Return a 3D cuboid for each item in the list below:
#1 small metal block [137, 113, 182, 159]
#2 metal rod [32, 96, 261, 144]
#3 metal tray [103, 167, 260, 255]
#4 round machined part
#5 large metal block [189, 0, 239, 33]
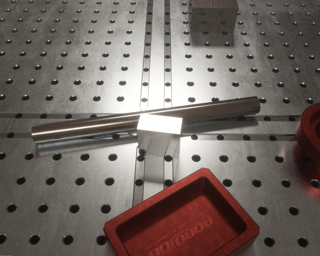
[{"bbox_3d":[0.000,0.011,0.382,0.050,0.050,0.025,7,51,5],"label":"small metal block"},{"bbox_3d":[-0.013,-0.012,0.417,0.302,0.025,0.025,-8,51,-7],"label":"metal rod"},{"bbox_3d":[0.021,0.107,0.314,0.131,0.030,0.090,-26,55,-21],"label":"metal tray"},{"bbox_3d":[0.219,0.016,0.386,0.099,0.042,0.098,0,50,0],"label":"round machined part"},{"bbox_3d":[0.097,-0.222,0.579,0.081,0.050,0.080,1,50,0],"label":"large metal block"}]
